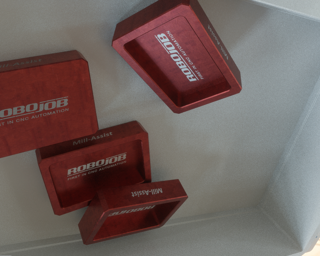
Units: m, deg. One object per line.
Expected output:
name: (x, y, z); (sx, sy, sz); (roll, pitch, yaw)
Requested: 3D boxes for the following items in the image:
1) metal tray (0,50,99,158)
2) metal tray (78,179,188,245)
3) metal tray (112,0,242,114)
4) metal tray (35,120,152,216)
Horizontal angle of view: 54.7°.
metal tray: (-0.136, -0.023, 0.317); (0.131, 0.030, 0.089); (-15, 125, -20)
metal tray: (-0.036, 0.114, 0.429); (0.131, 0.030, 0.089); (0, 137, -37)
metal tray: (0.023, -0.075, 0.340); (0.090, 0.030, 0.130); (-19, 137, 29)
metal tray: (-0.078, 0.050, 0.393); (0.131, 0.030, 0.089); (-16, 125, -20)
